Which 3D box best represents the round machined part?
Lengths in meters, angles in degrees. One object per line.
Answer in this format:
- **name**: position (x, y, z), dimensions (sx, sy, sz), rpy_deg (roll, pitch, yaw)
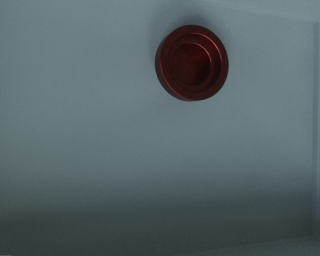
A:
- **round machined part**: position (0.039, -0.084, 0.417), dimensions (0.099, 0.042, 0.097), rpy_deg (0, 90, -21)
